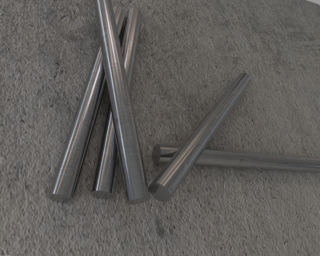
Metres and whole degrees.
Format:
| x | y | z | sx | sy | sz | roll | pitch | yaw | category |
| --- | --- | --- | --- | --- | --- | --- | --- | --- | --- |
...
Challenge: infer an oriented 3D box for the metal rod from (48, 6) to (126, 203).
| x | y | z | sx | sy | sz | roll | pitch | yaw | category |
| --- | --- | --- | --- | --- | --- | --- | --- | --- | --- |
| -0.082 | -0.053 | 0.391 | 0.025 | 0.025 | 0.300 | 20 | 54 | -17 | metal rod |

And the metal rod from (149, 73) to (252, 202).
| x | y | z | sx | sy | sz | roll | pitch | yaw | category |
| --- | --- | --- | --- | --- | --- | --- | --- | --- | --- |
| 0.072 | -0.009 | 0.424 | 0.025 | 0.025 | 0.302 | 43 | 44 | 1 | metal rod |

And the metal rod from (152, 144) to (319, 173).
| x | y | z | sx | sy | sz | roll | pitch | yaw | category |
| --- | --- | --- | --- | --- | --- | --- | --- | --- | --- |
| 0.132 | 0.047 | 0.445 | 0.302 | 0.025 | 0.025 | 6 | 59 | -25 | metal rod |

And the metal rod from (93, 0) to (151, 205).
| x | y | z | sx | sy | sz | roll | pitch | yaw | category |
| --- | --- | --- | --- | --- | --- | --- | --- | --- | --- |
| -0.052 | -0.058 | 0.376 | 0.025 | 0.025 | 0.299 | 1 | 61 | -28 | metal rod |

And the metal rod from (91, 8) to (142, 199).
| x | y | z | sx | sy | sz | roll | pitch | yaw | category |
| --- | --- | --- | --- | --- | --- | --- | --- | --- | --- |
| -0.051 | -0.054 | 0.409 | 0.025 | 0.025 | 0.300 | 17 | 55 | -19 | metal rod |
